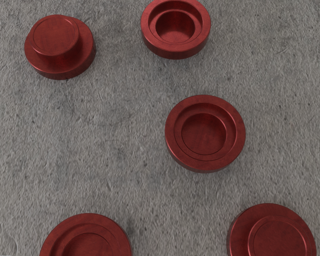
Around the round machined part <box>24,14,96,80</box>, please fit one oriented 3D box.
[{"bbox_3d":[-0.145,-0.121,0.442,0.099,0.042,0.098,0,70,0],"label":"round machined part"}]

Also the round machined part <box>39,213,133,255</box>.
[{"bbox_3d":[-0.079,0.147,0.345,0.099,0.042,0.098,0,70,0],"label":"round machined part"}]

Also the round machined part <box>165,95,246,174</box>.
[{"bbox_3d":[0.055,0.010,0.396,0.099,0.042,0.098,0,70,0],"label":"round machined part"}]

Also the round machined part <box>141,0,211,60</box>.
[{"bbox_3d":[0.022,-0.141,0.451,0.099,0.042,0.098,0,70,0],"label":"round machined part"}]

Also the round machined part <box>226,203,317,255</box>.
[{"bbox_3d":[0.128,0.135,0.350,0.099,0.042,0.098,0,70,0],"label":"round machined part"}]
